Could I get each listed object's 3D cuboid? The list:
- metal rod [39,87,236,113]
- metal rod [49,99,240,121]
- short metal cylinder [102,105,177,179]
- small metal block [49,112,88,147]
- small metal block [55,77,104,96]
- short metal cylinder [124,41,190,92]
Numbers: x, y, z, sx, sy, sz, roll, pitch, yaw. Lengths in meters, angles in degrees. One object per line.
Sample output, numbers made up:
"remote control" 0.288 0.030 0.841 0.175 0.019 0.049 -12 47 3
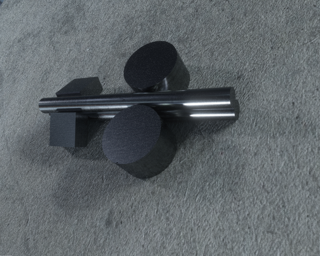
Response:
"metal rod" -0.050 -0.035 0.421 0.300 0.025 0.025 0 62 28
"metal rod" -0.040 -0.023 0.441 0.300 0.025 0.025 0 62 28
"short metal cylinder" -0.025 0.018 0.391 0.080 0.050 0.080 -13 56 21
"small metal block" -0.137 0.003 0.463 0.050 0.025 0.050 1 89 28
"small metal block" -0.128 -0.058 0.497 0.050 0.025 0.050 0 35 28
"short metal cylinder" -0.004 -0.075 0.437 0.080 0.050 0.080 -13 56 21
